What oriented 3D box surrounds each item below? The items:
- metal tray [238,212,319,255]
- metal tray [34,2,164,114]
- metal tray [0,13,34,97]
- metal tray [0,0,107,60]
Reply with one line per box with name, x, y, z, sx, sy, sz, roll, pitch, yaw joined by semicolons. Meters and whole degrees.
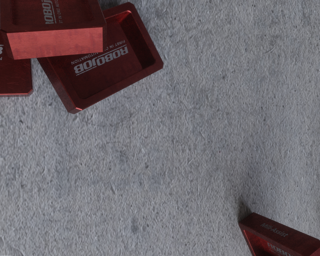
metal tray;0.169;0.174;0.416;0.030;0.130;0.090;-28;100;-18
metal tray;-0.068;-0.085;0.364;0.131;0.030;0.090;-34;101;-31
metal tray;-0.208;-0.078;0.329;0.131;0.030;0.089;-4;91;-20
metal tray;-0.112;-0.126;0.319;0.091;0.030;0.130;-10;53;-17
